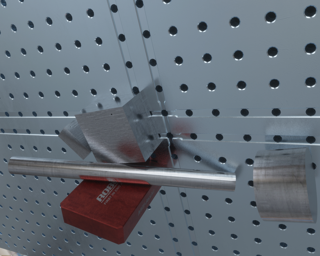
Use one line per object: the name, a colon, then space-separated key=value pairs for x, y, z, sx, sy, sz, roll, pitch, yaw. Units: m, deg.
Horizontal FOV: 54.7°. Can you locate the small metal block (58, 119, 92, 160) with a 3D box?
small metal block: x=-0.111 y=0.010 z=0.458 sx=0.050 sy=0.050 sz=0.025 roll=44 pitch=129 yaw=-3

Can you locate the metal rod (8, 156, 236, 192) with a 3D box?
metal rod: x=-0.053 y=0.061 z=0.416 sx=0.302 sy=0.025 sz=0.025 roll=4 pitch=122 yaw=4

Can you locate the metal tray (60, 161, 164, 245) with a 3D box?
metal tray: x=-0.059 y=0.088 z=0.427 sx=0.090 sy=0.131 sz=0.030 roll=14 pitch=124 yaw=20

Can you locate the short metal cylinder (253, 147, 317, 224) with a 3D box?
short metal cylinder: x=0.139 y=0.062 z=0.341 sx=0.050 sy=0.080 sz=0.080 roll=-7 pitch=115 yaw=31

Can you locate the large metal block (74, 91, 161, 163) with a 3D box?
large metal block: x=-0.056 y=0.001 z=0.424 sx=0.080 sy=0.050 sz=0.080 roll=-7 pitch=115 yaw=31
